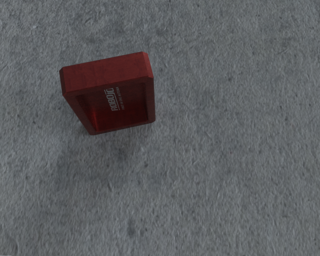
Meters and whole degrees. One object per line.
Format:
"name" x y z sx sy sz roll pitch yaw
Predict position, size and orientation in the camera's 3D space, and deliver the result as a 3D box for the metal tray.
"metal tray" -0.053 -0.034 0.365 0.091 0.130 0.030 -12 71 -4
